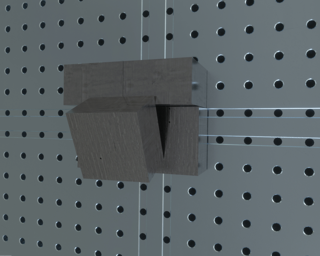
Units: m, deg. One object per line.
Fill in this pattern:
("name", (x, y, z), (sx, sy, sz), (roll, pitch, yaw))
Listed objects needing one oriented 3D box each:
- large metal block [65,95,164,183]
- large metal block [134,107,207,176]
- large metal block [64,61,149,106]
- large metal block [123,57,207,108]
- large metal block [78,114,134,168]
("large metal block", (-0.047, 0.011, 0.344), (0.080, 0.050, 0.079), (0, 114, 19))
("large metal block", (0.015, 0.014, 0.391), (0.080, 0.050, 0.079), (1, 90, 19))
("large metal block", (-0.067, -0.052, 0.405), (0.080, 0.080, 0.050), (1, 91, 19))
("large metal block", (0.009, -0.051, 0.378), (0.080, 0.080, 0.050), (1, 91, 19))
("large metal block", (-0.062, 0.013, 0.418), (0.080, 0.050, 0.079), (1, 90, 19))
